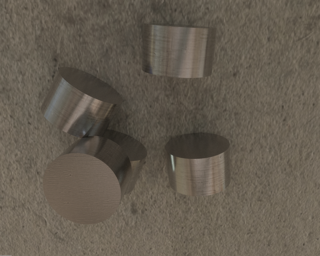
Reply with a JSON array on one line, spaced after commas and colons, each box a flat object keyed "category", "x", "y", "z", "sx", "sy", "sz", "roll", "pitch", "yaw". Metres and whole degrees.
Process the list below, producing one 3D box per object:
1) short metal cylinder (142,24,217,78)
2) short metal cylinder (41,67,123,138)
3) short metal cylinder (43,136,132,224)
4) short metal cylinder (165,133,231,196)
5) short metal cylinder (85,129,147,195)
[{"category": "short metal cylinder", "x": 0.021, "y": -0.089, "z": 0.348, "sx": 0.081, "sy": 0.080, "sz": 0.050, "roll": 3, "pitch": 110, "yaw": -2}, {"category": "short metal cylinder", "x": -0.092, "y": -0.030, "z": 0.368, "sx": 0.080, "sy": 0.080, "sz": 0.050, "roll": 29, "pitch": 108, "yaw": -11}, {"category": "short metal cylinder", "x": -0.075, "y": 0.054, "z": 0.332, "sx": 0.080, "sy": 0.050, "sz": 0.079, "roll": 2, "pitch": 108, "yaw": 7}, {"category": "short metal cylinder", "x": 0.049, "y": 0.044, "z": 0.397, "sx": 0.080, "sy": 0.080, "sz": 0.050, "roll": -6, "pitch": 110, "yaw": 1}, {"category": "short metal cylinder", "x": -0.062, "y": 0.042, "z": 0.395, "sx": 0.080, "sy": 0.080, "sz": 0.050, "roll": 18, "pitch": 109, "yaw": -7}]
